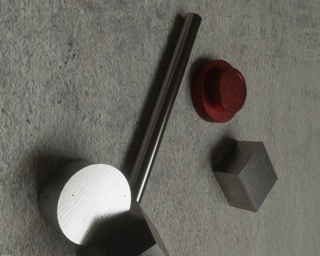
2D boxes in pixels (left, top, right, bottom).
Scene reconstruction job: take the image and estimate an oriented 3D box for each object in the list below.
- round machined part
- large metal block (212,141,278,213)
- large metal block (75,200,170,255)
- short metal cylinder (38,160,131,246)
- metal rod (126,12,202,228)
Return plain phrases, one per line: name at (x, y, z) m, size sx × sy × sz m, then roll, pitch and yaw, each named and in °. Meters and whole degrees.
round machined part at (0.097, -0.057, 0.477) m, size 0.099 × 0.042 × 0.097 m, roll 0°, pitch 90°, yaw -40°
large metal block at (0.142, 0.077, 0.511) m, size 0.080 × 0.050 × 0.080 m, roll -44°, pitch 117°, yaw -31°
large metal block at (-0.037, 0.134, 0.322) m, size 0.080 × 0.080 × 0.050 m, roll -32°, pitch 113°, yaw -6°
short metal cylinder at (-0.078, 0.075, 0.325) m, size 0.081 × 0.050 × 0.079 m, roll 0°, pitch 90°, yaw -40°
metal rod at (0.002, -0.022, 0.408) m, size 0.025 × 0.025 × 0.299 m, roll 30°, pitch 71°, yaw -36°
